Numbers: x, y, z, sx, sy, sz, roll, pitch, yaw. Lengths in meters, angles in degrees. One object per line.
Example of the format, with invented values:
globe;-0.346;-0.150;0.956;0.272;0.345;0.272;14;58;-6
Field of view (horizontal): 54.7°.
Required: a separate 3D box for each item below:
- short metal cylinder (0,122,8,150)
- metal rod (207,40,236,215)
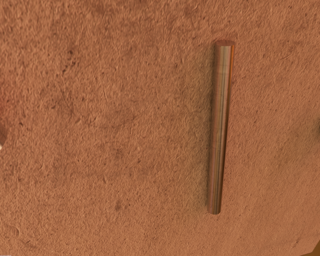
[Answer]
short metal cylinder;-0.188;0.007;0.273;0.080;0.080;0.050;-31;129;-8
metal rod;0.089;0.019;0.467;0.025;0.025;0.298;-16;125;-19
